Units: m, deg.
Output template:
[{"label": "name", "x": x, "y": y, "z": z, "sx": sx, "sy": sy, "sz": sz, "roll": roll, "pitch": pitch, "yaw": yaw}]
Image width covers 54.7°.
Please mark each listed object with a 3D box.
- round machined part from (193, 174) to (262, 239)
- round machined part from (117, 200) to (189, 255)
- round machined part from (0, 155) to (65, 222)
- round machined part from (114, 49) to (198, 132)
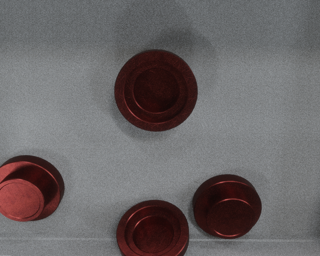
[{"label": "round machined part", "x": 0.098, "y": 0.120, "z": 0.447, "sx": 0.099, "sy": 0.042, "sz": 0.097, "roll": 0, "pitch": 110, "yaw": 0}, {"label": "round machined part", "x": -0.008, "y": 0.153, "z": 0.433, "sx": 0.099, "sy": 0.098, "sz": 0.042, "roll": -5, "pitch": 131, "yaw": 2}, {"label": "round machined part", "x": -0.189, "y": 0.091, "z": 0.434, "sx": 0.099, "sy": 0.042, "sz": 0.097, "roll": 0, "pitch": 110, "yaw": 0}, {"label": "round machined part", "x": -0.005, "y": -0.048, "z": 0.384, "sx": 0.099, "sy": 0.042, "sz": 0.097, "roll": 0, "pitch": 110, "yaw": 0}]
